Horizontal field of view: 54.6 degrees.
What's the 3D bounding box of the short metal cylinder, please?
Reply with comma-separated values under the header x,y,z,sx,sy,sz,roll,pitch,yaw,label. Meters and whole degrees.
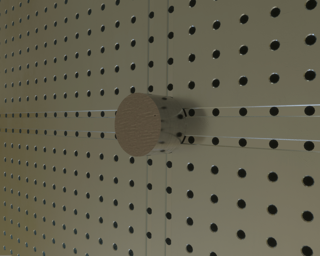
x,y,z,sx,sy,sz,roll,pitch,yaw,label
-0.013,-0.004,0.405,0.080,0.050,0.080,0,90,40,short metal cylinder
